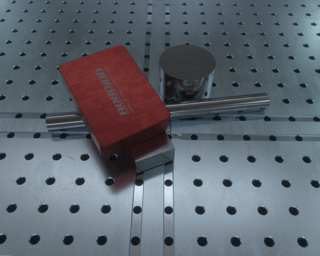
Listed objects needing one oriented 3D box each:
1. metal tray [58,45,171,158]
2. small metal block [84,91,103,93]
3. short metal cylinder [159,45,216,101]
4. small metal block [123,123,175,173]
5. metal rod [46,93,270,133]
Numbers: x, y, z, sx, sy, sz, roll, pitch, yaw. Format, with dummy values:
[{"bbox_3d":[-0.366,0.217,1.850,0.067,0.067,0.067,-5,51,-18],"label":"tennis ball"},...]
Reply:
[{"bbox_3d":[-0.058,-0.038,0.385,0.091,0.030,0.130,-25,66,-19],"label":"metal tray"},{"bbox_3d":[-0.096,-0.070,0.448,0.050,0.050,0.025,-25,55,-20],"label":"small metal block"},{"bbox_3d":[0.039,-0.078,0.457,0.081,0.050,0.080,0,50,0],"label":"short metal cylinder"},{"bbox_3d":[-0.015,0.022,0.387,0.050,0.025,0.050,-18,53,-15],"label":"small metal block"},{"bbox_3d":[0.001,-0.022,0.426,0.302,0.025,0.025,-6,50,-6],"label":"metal rod"}]
